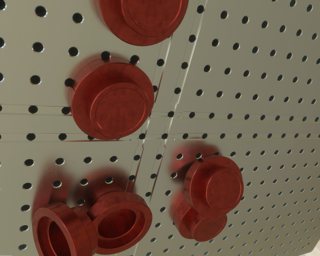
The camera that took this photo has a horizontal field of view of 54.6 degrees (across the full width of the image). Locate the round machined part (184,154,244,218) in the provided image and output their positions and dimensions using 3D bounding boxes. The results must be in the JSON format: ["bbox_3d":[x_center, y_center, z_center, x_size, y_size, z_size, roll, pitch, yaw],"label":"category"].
[{"bbox_3d":[0.090,0.092,0.482,0.099,0.042,0.097,-2,94,-24],"label":"round machined part"}]

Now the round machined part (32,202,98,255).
[{"bbox_3d":[-0.116,0.140,0.392,0.042,0.098,0.097,-16,129,-48],"label":"round machined part"}]

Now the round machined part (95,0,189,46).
[{"bbox_3d":[-0.013,-0.130,0.312,0.099,0.042,0.097,-14,124,-21],"label":"round machined part"}]

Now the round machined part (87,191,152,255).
[{"bbox_3d":[-0.064,0.130,0.445,0.099,0.042,0.097,-14,125,-21],"label":"round machined part"}]

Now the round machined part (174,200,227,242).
[{"bbox_3d":[0.077,0.158,0.539,0.099,0.042,0.097,-14,124,-21],"label":"round machined part"}]

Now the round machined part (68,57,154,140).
[{"bbox_3d":[-0.051,-0.027,0.355,0.099,0.042,0.097,-14,124,-21],"label":"round machined part"}]
